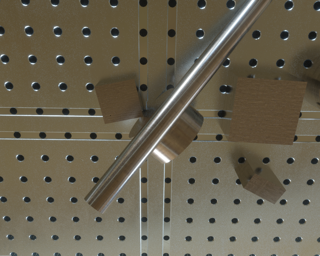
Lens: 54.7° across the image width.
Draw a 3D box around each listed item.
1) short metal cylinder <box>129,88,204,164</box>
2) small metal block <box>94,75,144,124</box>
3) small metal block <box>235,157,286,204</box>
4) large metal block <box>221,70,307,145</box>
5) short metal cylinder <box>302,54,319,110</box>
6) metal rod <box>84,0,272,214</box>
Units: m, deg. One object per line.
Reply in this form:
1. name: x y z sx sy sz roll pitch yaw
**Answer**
1. short metal cylinder: 0.007 -0.003 0.383 0.050 0.080 0.080 42 105 -14
2. small metal block: -0.051 -0.037 0.399 0.050 0.025 0.050 -11 110 4
3. small metal block: 0.137 0.071 0.427 0.050 0.050 0.025 28 108 -10
4. large metal block: 0.126 -0.027 0.391 0.081 0.050 0.079 4 110 -2
5. short metal cylinder: 0.225 -0.054 0.382 0.081 0.050 0.079 0 110 0
6. metal rod: 0.027 -0.038 0.333 0.025 0.025 0.300 41 79 -14
